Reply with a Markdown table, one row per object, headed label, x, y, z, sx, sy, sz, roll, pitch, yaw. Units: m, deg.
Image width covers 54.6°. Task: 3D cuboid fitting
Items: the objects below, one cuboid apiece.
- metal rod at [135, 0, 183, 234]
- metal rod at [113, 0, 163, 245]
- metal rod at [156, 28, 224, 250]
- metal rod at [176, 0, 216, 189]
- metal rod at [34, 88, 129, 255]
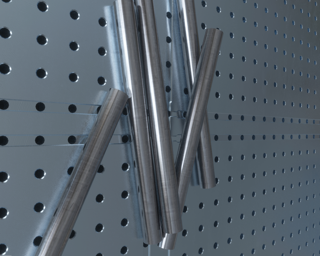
| label | x | y | z | sx | sy | sz | roll | pitch | yaw |
| --- | --- | --- | --- | --- | --- | --- | --- | --- | --- |
| metal rod | -0.002 | -0.019 | 0.390 | 0.025 | 0.025 | 0.298 | -7 | 90 | -40 |
| metal rod | -0.026 | -0.003 | 0.385 | 0.025 | 0.025 | 0.298 | -12 | 97 | -39 |
| metal rod | 0.041 | 0.013 | 0.422 | 0.025 | 0.025 | 0.299 | 15 | 87 | -39 |
| metal rod | 0.052 | -0.059 | 0.451 | 0.025 | 0.025 | 0.298 | -13 | 98 | -39 |
| metal rod | -0.100 | 0.094 | 0.324 | 0.025 | 0.025 | 0.300 | 33 | 70 | -35 |
